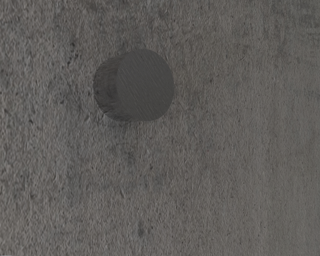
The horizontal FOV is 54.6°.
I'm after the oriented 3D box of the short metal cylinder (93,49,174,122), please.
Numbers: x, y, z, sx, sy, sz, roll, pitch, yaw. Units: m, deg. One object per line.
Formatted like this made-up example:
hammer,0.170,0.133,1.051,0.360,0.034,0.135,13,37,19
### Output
short metal cylinder,-0.030,-0.048,0.362,0.081,0.050,0.080,0,90,-40
